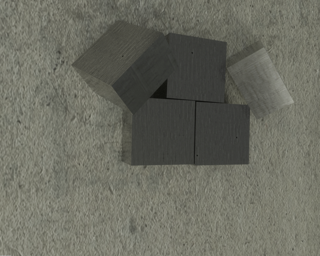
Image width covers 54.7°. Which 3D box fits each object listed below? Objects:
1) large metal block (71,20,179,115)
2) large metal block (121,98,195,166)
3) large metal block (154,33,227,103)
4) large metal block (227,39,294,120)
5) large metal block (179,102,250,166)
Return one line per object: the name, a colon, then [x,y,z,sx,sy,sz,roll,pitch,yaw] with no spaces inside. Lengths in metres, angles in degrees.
large metal block: [-0.040,-0.073,0.359,0.080,0.080,0.050,-49,140,-14]
large metal block: [-0.003,0.005,0.396,0.081,0.050,0.079,1,90,-21]
large metal block: [0.039,-0.075,0.413,0.081,0.050,0.079,3,89,-20]
large metal block: [0.136,-0.069,0.426,0.050,0.080,0.080,-28,103,23]
large metal block: [0.073,0.008,0.423,0.081,0.050,0.079,1,90,-21]
